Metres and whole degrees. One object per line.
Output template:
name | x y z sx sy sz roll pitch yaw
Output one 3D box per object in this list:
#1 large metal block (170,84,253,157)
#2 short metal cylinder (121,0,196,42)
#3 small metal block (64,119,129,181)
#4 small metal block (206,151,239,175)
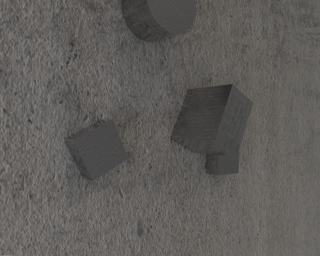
large metal block | 0.071 -0.010 0.428 0.050 0.080 0.080 33 70 -35
short metal cylinder | -0.001 -0.152 0.387 0.081 0.050 0.079 0 90 -40
small metal block | -0.070 0.023 0.346 0.050 0.025 0.050 -32 110 -35
small metal block | 0.099 0.046 0.488 0.050 0.025 0.050 2 89 -40
